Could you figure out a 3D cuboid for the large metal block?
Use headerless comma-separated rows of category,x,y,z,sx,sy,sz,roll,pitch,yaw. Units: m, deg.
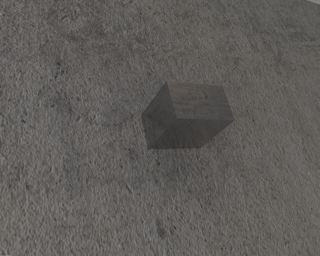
large metal block,0.032,-0.013,0.393,0.081,0.080,0.050,1,62,-28
